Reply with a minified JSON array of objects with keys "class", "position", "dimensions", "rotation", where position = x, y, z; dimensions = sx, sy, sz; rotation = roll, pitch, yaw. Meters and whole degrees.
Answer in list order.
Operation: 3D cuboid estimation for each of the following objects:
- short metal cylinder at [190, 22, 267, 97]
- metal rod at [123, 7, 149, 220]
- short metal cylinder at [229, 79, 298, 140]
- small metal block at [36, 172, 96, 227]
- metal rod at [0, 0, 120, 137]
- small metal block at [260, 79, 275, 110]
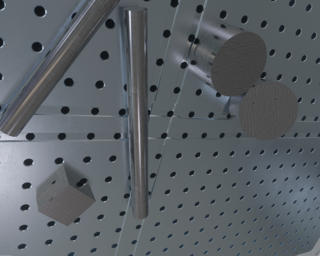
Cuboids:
[{"class":"short metal cylinder","position":[0.085,-0.086,0.388],"dimensions":[0.081,0.050,0.079],"rotation":[-14,124,-21]},{"class":"metal rod","position":[-0.028,0.004,0.398],"dimensions":[0.025,0.025,0.298],"rotation":[-13,124,-22]},{"class":"short metal cylinder","position":[0.143,-0.028,0.436],"dimensions":[0.081,0.050,0.079],"rotation":[-1,104,-3]},{"class":"small metal block","position":[-0.122,0.094,0.403],"dimensions":[0.050,0.025,0.050],"rotation":[-42,130,0]},{"class":"metal rod","position":[-0.065,-0.113,0.305],"dimensions":[0.025,0.025,0.299],"rotation":[34,99,-39]},{"class":"small metal block","position":[0.178,-0.039,0.484],"dimensions":[0.050,0.025,0.050],"rotation":[30,102,-38]}]
